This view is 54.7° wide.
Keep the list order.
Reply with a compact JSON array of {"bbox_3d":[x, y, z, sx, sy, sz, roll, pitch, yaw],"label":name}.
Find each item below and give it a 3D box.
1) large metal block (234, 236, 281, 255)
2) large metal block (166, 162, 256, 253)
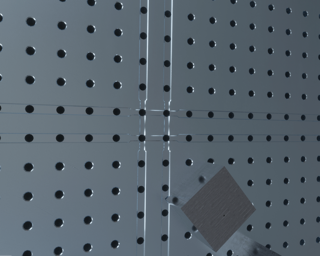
[{"bbox_3d":[0.161,0.212,0.445,0.080,0.080,0.050,42,77,-16],"label":"large metal block"},{"bbox_3d":[0.070,0.105,0.427,0.080,0.050,0.080,-41,103,-16],"label":"large metal block"}]
